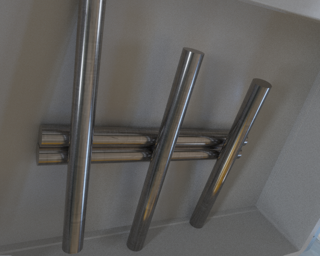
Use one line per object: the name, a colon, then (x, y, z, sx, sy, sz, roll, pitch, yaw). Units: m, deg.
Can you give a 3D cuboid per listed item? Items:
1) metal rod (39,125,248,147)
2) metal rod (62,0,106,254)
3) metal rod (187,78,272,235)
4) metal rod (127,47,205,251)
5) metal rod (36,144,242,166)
metal rod: (-0.001, 0.013, 0.416, 0.303, 0.025, 0.025, 2, 118, -30)
metal rod: (-0.085, 0.007, 0.335, 0.025, 0.025, 0.298, -1, 111, -29)
metal rod: (0.094, 0.063, 0.470, 0.025, 0.025, 0.298, -4, 129, -27)
metal rod: (0.000, 0.045, 0.404, 0.025, 0.025, 0.298, 1, 118, -30)
metal rod: (-0.008, 0.034, 0.426, 0.303, 0.025, 0.025, 2, 118, -30)
